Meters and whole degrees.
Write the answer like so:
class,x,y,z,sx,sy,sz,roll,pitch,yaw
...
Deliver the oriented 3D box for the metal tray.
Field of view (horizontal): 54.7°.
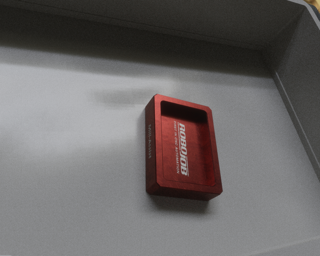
class,x,y,z,sx,sy,sz,roll,pitch,yaw
metal tray,0.028,0.024,0.404,0.091,0.030,0.130,12,57,-22
